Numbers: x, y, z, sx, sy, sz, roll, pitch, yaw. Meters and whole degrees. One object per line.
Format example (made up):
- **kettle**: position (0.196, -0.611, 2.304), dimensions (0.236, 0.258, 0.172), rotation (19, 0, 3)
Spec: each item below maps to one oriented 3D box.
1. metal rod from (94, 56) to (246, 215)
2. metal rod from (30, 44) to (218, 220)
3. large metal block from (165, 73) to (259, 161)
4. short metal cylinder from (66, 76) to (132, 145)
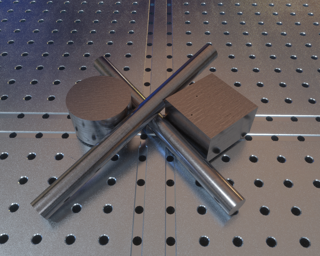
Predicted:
- **metal rod**: position (-0.005, -0.008, 0.409), dimensions (0.025, 0.025, 0.300), rotation (-29, 56, -22)
- **metal rod**: position (-0.029, -0.009, 0.383), dimensions (0.025, 0.025, 0.301), rotation (35, 66, 25)
- **large metal block**: position (0.063, -0.015, 0.399), dimensions (0.081, 0.050, 0.080), rotation (-31, 57, -24)
- **short metal cylinder**: position (-0.077, -0.023, 0.405), dimensions (0.081, 0.050, 0.080), rotation (0, 50, 0)
